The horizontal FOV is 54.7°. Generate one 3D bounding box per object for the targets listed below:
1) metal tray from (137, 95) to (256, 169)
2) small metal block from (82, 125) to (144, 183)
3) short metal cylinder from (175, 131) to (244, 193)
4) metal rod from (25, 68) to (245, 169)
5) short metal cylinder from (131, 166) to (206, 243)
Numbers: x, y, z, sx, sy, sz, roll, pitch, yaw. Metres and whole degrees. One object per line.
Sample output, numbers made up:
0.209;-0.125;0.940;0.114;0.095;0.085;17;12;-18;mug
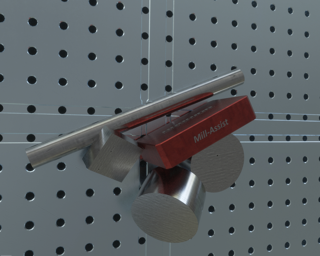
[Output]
0.042;0.002;0.390;0.131;0.090;0.030;-28;100;-18;metal tray
-0.056;0.032;0.375;0.050;0.025;0.050;31;96;-37;small metal block
0.064;0.040;0.414;0.081;0.050;0.079;-4;100;-24;short metal cylinder
-0.017;-0.020;0.402;0.302;0.025;0.025;-23;98;-19;metal rod
0.012;0.092;0.377;0.080;0.080;0.050;49;34;-14;short metal cylinder
